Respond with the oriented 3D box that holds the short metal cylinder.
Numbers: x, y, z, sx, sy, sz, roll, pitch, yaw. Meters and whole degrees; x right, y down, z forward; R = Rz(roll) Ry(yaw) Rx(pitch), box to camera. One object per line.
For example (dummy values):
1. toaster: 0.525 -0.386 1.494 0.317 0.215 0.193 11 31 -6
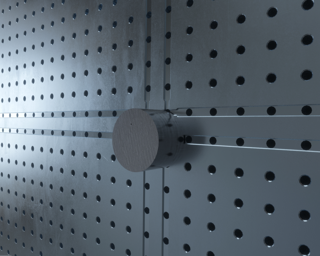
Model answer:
1. short metal cylinder: -0.016 0.015 0.405 0.080 0.050 0.079 0 90 39
